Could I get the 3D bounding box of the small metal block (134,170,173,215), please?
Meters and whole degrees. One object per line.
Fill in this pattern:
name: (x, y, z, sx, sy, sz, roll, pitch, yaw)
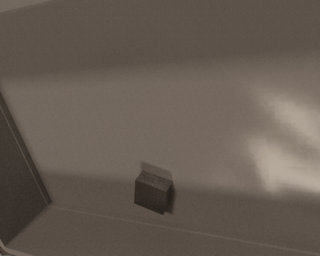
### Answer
small metal block: (-0.011, 0.099, 0.474, 0.050, 0.025, 0.050, 17, 125, 17)
